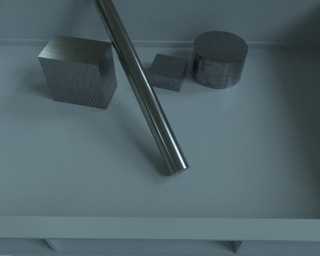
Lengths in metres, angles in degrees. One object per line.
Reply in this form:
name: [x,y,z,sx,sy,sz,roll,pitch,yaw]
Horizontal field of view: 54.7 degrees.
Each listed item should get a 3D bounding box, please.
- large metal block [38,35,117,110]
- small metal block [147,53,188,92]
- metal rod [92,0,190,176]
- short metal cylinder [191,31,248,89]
large metal block: [-0.110,-0.077,0.433,0.080,0.080,0.050,10,51,7]
small metal block: [0.012,-0.086,0.477,0.050,0.025,0.050,13,51,10]
metal rod: [-0.036,-0.080,0.405,0.025,0.025,0.299,-20,74,-16]
short metal cylinder: [0.090,-0.106,0.479,0.081,0.050,0.080,0,50,0]
